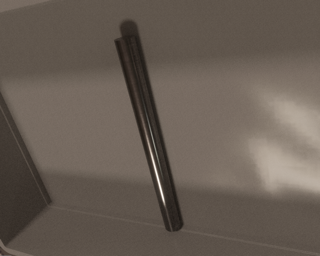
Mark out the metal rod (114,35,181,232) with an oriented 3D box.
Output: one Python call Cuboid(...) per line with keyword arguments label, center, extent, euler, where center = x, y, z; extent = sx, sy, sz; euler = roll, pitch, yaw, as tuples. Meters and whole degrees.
Cuboid(label="metal rod", center=(-0.011, 0.025, 0.428), extent=(0.025, 0.025, 0.298), euler=(1, 119, 27))
